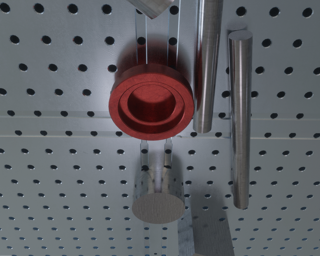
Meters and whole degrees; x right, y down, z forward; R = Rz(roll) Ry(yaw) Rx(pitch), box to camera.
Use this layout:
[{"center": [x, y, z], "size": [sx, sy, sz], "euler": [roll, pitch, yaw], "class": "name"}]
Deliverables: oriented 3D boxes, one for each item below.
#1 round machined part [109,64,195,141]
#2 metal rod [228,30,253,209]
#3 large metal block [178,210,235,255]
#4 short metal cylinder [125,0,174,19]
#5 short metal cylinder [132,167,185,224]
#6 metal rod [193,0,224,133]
[{"center": [-0.009, -0.034, 0.371], "size": [0.099, 0.042, 0.097], "euler": [0, 130, 0], "class": "round machined part"}, {"center": [0.111, 0.014, 0.423], "size": [0.025, 0.025, 0.298], "euler": [-8, 130, 6], "class": "metal rod"}, {"center": [0.080, 0.204, 0.550], "size": [0.080, 0.080, 0.050], "euler": [21, 127, -17], "class": "large metal block"}, {"center": [-0.005, -0.140, 0.257], "size": [0.050, 0.080, 0.080], "euler": [31, 123, -24], "class": "short metal cylinder"}, {"center": [-0.002, 0.106, 0.486], "size": [0.081, 0.050, 0.079], "euler": [0, 130, 0], "class": "short metal cylinder"}, {"center": [0.050, -0.114, 0.314], "size": [0.025, 0.025, 0.298], "euler": [-2, 130, 1], "class": "metal rod"}]
